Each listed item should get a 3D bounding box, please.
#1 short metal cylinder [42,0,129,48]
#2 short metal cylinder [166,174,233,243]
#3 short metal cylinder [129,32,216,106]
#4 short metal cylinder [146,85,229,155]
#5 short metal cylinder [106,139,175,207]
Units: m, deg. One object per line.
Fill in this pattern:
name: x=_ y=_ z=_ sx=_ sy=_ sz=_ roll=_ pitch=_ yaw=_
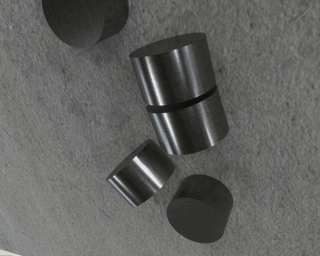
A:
short metal cylinder: x=-0.083 y=-0.136 z=0.349 sx=0.080 sy=0.050 sz=0.079 roll=13 pitch=124 yaw=20
short metal cylinder: x=0.056 y=0.112 z=0.429 sx=0.080 sy=0.050 sz=0.079 roll=13 pitch=124 yaw=20
short metal cylinder: x=0.014 y=-0.063 z=0.324 sx=0.080 sy=0.080 sz=0.050 roll=-3 pitch=117 yaw=29
short metal cylinder: x=0.031 y=-0.012 z=0.346 sx=0.080 sy=0.080 sz=0.050 roll=-7 pitch=115 yaw=31
short metal cylinder: x=-0.026 y=0.060 z=0.421 sx=0.050 sy=0.080 sz=0.080 roll=48 pitch=129 yaw=-6
